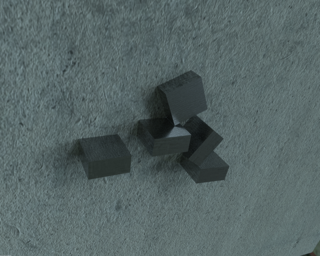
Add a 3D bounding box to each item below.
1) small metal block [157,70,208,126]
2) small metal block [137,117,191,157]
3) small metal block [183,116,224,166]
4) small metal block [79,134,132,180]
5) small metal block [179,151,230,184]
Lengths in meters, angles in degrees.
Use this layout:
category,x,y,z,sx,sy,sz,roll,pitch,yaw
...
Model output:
category,x,y,z,sx,sy,sz,roll,pitch,yaw
small metal block,0.030,-0.039,0.399,0.050,0.025,0.050,-27,128,-12
small metal block,0.004,0.010,0.399,0.050,0.050,0.025,-6,121,-26
small metal block,0.051,0.016,0.428,0.050,0.050,0.025,-49,129,6
small metal block,-0.068,0.033,0.374,0.050,0.050,0.025,-7,122,-25
small metal block,0.065,0.055,0.460,0.050,0.050,0.025,-1,119,-28
